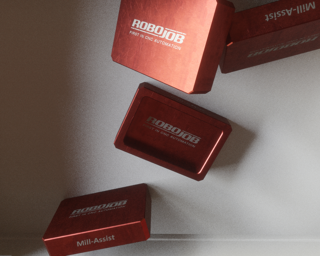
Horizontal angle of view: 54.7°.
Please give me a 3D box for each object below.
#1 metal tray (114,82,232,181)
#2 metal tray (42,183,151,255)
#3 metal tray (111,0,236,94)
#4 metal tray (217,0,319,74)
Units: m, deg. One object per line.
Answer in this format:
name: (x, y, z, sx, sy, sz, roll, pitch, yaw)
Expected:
metal tray: (0.016, 0.006, 0.411, 0.131, 0.030, 0.089, 23, 108, -9)
metal tray: (-0.079, 0.122, 0.420, 0.131, 0.090, 0.030, -12, 110, 4)
metal tray: (0.006, -0.098, 0.328, 0.030, 0.130, 0.089, -8, 119, -47)
metal tray: (0.130, -0.103, 0.339, 0.131, 0.090, 0.030, -14, 79, 5)
